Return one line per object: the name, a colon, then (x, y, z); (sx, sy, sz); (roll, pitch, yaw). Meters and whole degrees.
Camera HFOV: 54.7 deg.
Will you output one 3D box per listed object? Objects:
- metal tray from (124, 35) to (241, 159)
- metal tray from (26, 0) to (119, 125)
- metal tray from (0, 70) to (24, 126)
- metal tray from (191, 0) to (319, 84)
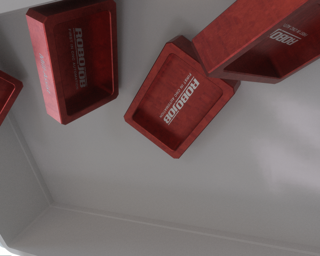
metal tray: (0.021, -0.032, 0.374); (0.090, 0.030, 0.129); (38, 129, 2)
metal tray: (-0.092, -0.077, 0.355); (0.030, 0.091, 0.129); (32, 137, 28)
metal tray: (-0.278, -0.058, 0.437); (0.030, 0.090, 0.130); (17, 168, 47)
metal tray: (0.098, -0.073, 0.244); (0.090, 0.131, 0.030); (-34, 71, 38)
